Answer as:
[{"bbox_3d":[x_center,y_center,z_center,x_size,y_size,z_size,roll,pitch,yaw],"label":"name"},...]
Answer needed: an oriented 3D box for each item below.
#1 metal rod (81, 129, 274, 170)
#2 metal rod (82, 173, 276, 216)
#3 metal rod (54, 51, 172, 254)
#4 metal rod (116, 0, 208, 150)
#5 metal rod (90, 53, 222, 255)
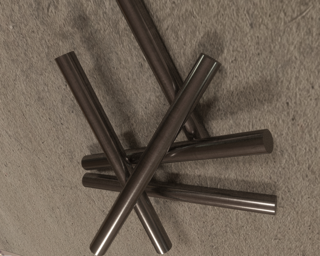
[{"bbox_3d":[-0.005,0.035,0.405,0.300,0.025,0.025,-11,113,40],"label":"metal rod"},{"bbox_3d":[0.011,0.092,0.456,0.301,0.025,0.025,2,119,26],"label":"metal rod"},{"bbox_3d":[-0.054,0.043,0.410,0.025,0.025,0.299,-14,108,33],"label":"metal rod"},{"bbox_3d":[-0.010,-0.094,0.352,0.025,0.025,0.299,-17,110,34],"label":"metal rod"},{"bbox_3d":[-0.016,0.047,0.379,0.025,0.025,0.298,33,111,6],"label":"metal rod"}]
